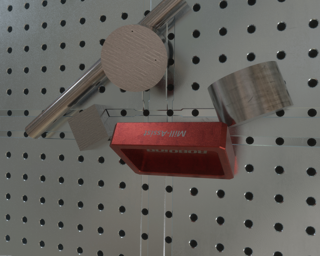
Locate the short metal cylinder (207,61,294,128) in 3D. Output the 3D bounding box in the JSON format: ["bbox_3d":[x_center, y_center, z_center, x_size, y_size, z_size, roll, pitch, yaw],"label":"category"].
[{"bbox_3d":[0.100,-0.035,0.348,0.080,0.080,0.050,-21,83,19],"label":"short metal cylinder"}]

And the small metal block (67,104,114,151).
[{"bbox_3d":[-0.098,0.000,0.447,0.050,0.025,0.050,-27,81,18],"label":"small metal block"}]

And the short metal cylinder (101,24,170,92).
[{"bbox_3d":[-0.029,-0.091,0.394,0.080,0.050,0.079,1,110,4],"label":"short metal cylinder"}]

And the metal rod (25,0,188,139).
[{"bbox_3d":[-0.085,-0.082,0.442,0.300,0.025,0.025,-38,78,16],"label":"metal rod"}]

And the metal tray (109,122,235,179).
[{"bbox_3d":[0.018,0.028,0.370,0.130,0.090,0.030,0,60,20],"label":"metal tray"}]
